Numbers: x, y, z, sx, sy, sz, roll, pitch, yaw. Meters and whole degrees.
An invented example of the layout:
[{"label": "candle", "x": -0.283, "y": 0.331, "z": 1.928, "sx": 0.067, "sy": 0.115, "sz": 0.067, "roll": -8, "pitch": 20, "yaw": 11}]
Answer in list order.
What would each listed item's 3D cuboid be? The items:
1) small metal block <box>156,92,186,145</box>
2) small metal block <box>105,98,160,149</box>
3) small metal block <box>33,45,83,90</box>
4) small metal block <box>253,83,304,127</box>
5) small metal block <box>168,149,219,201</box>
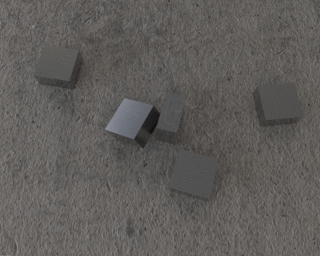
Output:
[{"label": "small metal block", "x": 0.014, "y": -0.011, "z": 0.399, "sx": 0.025, "sy": 0.050, "sz": 0.050, "roll": 14, "pitch": 71, "yaw": 5}, {"label": "small metal block", "x": -0.034, "y": -0.007, "z": 0.400, "sx": 0.050, "sy": 0.025, "sz": 0.050, "roll": 16, "pitch": 68, "yaw": 35}, {"label": "small metal block", "x": -0.143, "y": -0.086, "z": 0.438, "sx": 0.050, "sy": 0.025, "sz": 0.050, "roll": 9, "pitch": 70, "yaw": 3}, {"label": "small metal block", "x": 0.159, "y": -0.031, "z": 0.421, "sx": 0.050, "sy": 0.025, "sz": 0.050, "roll": -6, "pitch": 70, "yaw": -2}, {"label": "small metal block", "x": 0.041, "y": 0.059, "z": 0.387, "sx": 0.050, "sy": 0.025, "sz": 0.050, "roll": 15, "pitch": 71, "yaw": 5}]
